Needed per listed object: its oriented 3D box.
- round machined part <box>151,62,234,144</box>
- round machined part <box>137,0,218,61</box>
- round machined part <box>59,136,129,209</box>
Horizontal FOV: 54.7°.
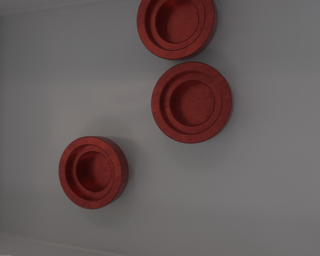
[{"bbox_3d":[0.042,-0.030,0.386,0.098,0.042,0.097,0,90,20],"label":"round machined part"},{"bbox_3d":[0.024,-0.133,0.389,0.098,0.042,0.097,2,97,21],"label":"round machined part"},{"bbox_3d":[-0.088,0.060,0.432,0.098,0.042,0.097,0,90,20],"label":"round machined part"}]
